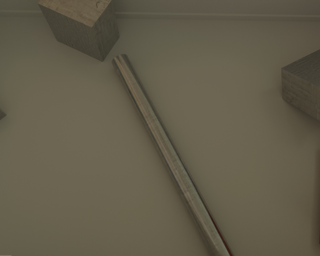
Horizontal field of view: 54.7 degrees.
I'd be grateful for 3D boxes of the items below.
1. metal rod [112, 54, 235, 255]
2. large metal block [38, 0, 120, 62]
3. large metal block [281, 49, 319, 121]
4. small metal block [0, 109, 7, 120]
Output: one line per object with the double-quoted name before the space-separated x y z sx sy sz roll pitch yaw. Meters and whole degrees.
"metal rod" 0.009 0.028 0.399 0.025 0.025 0.299 -25 72 -9
"large metal block" -0.109 -0.149 0.434 0.080 0.080 0.050 26 72 9
"large metal block" 0.219 -0.059 0.401 0.080 0.050 0.080 -26 38 -9
"small metal block" -0.247 -0.021 0.414 0.050 0.025 0.050 41 75 13
